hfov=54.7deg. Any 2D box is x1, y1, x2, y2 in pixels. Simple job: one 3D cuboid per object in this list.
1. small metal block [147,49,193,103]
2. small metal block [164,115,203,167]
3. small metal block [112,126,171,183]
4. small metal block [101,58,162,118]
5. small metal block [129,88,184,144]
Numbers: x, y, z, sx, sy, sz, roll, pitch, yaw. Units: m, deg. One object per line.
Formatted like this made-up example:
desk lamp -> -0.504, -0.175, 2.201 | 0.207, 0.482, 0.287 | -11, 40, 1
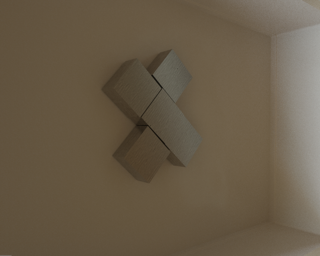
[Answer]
small metal block -> 0.010, -0.067, 0.411 | 0.050, 0.025, 0.050 | 49, 60, -29
small metal block -> 0.026, 0.018, 0.425 | 0.050, 0.025, 0.050 | 49, 61, -29
small metal block -> -0.022, 0.032, 0.386 | 0.050, 0.025, 0.050 | 50, 61, -28
small metal block -> -0.033, -0.047, 0.376 | 0.050, 0.025, 0.050 | 49, 61, -29
small metal block -> -0.003, -0.015, 0.400 | 0.050, 0.025, 0.050 | 49, 61, -29
